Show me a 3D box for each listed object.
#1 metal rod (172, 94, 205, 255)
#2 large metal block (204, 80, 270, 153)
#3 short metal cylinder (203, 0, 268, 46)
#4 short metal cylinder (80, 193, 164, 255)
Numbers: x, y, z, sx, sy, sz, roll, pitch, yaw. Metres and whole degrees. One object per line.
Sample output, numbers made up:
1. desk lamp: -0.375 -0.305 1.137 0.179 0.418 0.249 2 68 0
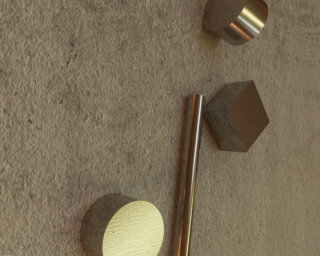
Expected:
1. metal rod: 0.037 0.102 0.435 0.025 0.025 0.298 10 83 -40
2. large metal block: 0.121 -0.019 0.490 0.080 0.050 0.080 -44 117 -31
3. short metal cylinder: 0.112 -0.171 0.462 0.050 0.080 0.080 21 77 -38
4. short metal cylinder: -0.042 0.118 0.353 0.081 0.050 0.079 0 90 -40
